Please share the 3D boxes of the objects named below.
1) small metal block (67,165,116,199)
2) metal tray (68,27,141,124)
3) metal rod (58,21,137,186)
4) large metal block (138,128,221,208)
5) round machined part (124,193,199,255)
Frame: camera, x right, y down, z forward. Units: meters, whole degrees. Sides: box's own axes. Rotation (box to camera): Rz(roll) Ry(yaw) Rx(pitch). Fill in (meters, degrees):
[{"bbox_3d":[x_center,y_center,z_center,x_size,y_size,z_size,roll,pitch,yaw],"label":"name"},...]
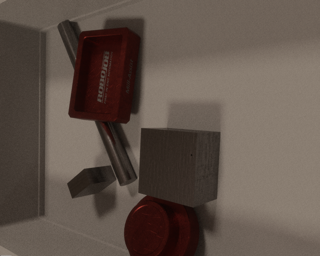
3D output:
[{"bbox_3d":[-0.104,0.082,0.474,0.050,0.050,0.025,-39,67,33],"label":"small metal block"},{"bbox_3d":[-0.081,-0.075,0.447,0.090,0.030,0.129,5,86,29],"label":"metal tray"},{"bbox_3d":[-0.106,-0.050,0.491,0.025,0.025,0.299,-38,67,33],"label":"metal rod"},{"bbox_3d":[0.022,0.042,0.371,0.080,0.050,0.079,4,93,39],"label":"large metal block"},{"bbox_3d":[-0.005,0.126,0.378,0.098,0.042,0.098,-17,60,32],"label":"round machined part"}]
